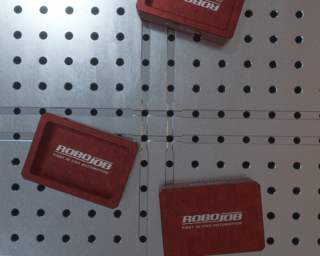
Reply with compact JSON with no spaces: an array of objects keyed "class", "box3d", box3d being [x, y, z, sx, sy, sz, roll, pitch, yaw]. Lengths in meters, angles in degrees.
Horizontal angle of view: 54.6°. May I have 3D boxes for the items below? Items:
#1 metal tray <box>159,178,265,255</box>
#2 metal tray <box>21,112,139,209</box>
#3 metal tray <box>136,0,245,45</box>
[{"class":"metal tray","box3d":[0.067,0.118,0.411,0.131,0.030,0.090,-5,90,0]},{"class":"metal tray","box3d":[-0.103,0.042,0.410,0.131,0.030,0.090,19,90,0]},{"class":"metal tray","box3d":[0.044,-0.175,0.410,0.131,0.030,0.090,18,90,0]}]
